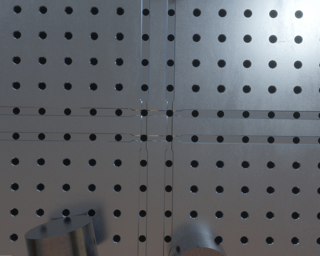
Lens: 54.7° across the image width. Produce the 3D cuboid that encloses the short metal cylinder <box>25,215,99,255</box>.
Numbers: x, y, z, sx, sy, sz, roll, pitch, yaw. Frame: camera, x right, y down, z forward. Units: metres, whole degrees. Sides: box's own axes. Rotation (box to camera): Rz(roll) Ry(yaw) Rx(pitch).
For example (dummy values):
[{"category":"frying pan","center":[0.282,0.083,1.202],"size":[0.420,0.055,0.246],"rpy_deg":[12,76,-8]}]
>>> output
[{"category":"short metal cylinder","center":[-0.121,0.146,0.385],"size":[0.080,0.080,0.050],"rpy_deg":[-10,90,0]}]

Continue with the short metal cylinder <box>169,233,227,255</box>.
[{"category":"short metal cylinder","center":[0.052,0.185,0.401],"size":[0.081,0.050,0.079],"rpy_deg":[0,90,0]}]
